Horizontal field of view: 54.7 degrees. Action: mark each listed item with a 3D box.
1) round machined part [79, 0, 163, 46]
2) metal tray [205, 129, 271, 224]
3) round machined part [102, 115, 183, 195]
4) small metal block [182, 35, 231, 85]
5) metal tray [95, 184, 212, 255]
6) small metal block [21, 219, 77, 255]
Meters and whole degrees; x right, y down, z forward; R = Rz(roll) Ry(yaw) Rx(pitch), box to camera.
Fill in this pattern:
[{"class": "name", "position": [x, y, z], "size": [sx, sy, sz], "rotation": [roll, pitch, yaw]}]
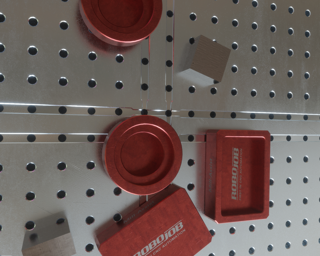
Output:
[{"class": "round machined part", "position": [-0.050, -0.150, 0.385], "size": [0.099, 0.042, 0.097], "rotation": [0, 90, -20]}, {"class": "metal tray", "position": [0.114, 0.067, 0.451], "size": [0.091, 0.030, 0.129], "rotation": [1, 90, -20]}, {"class": "round machined part", "position": [-0.025, 0.033, 0.394], "size": [0.099, 0.042, 0.097], "rotation": [0, 90, -20]}, {"class": "small metal block", "position": [0.066, -0.095, 0.437], "size": [0.050, 0.025, 0.050], "rotation": [20, 83, -19]}, {"class": "metal tray", "position": [-0.006, 0.147, 0.408], "size": [0.131, 0.030, 0.090], "rotation": [-32, 101, -17]}, {"class": "small metal block", "position": [-0.126, 0.132, 0.353], "size": [0.050, 0.050, 0.025], "rotation": [-16, 96, -19]}]
